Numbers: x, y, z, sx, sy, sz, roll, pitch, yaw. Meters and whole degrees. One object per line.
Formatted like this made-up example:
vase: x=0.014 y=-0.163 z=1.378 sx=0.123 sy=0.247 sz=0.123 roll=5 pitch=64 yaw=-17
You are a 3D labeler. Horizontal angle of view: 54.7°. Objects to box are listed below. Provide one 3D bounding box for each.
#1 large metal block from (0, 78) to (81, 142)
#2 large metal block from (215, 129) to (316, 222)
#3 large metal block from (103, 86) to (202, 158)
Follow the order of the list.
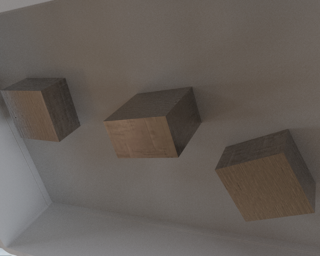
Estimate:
large metal block: x=-0.178 y=-0.029 z=0.466 sx=0.080 sy=0.050 sz=0.079 roll=4 pitch=120 yaw=26
large metal block: x=0.124 y=0.057 z=0.362 sx=0.080 sy=0.050 sz=0.080 roll=-21 pitch=107 yaw=35
large metal block: x=-0.006 y=-0.007 z=0.371 sx=0.080 sy=0.080 sz=0.050 roll=-4 pitch=117 yaw=29
